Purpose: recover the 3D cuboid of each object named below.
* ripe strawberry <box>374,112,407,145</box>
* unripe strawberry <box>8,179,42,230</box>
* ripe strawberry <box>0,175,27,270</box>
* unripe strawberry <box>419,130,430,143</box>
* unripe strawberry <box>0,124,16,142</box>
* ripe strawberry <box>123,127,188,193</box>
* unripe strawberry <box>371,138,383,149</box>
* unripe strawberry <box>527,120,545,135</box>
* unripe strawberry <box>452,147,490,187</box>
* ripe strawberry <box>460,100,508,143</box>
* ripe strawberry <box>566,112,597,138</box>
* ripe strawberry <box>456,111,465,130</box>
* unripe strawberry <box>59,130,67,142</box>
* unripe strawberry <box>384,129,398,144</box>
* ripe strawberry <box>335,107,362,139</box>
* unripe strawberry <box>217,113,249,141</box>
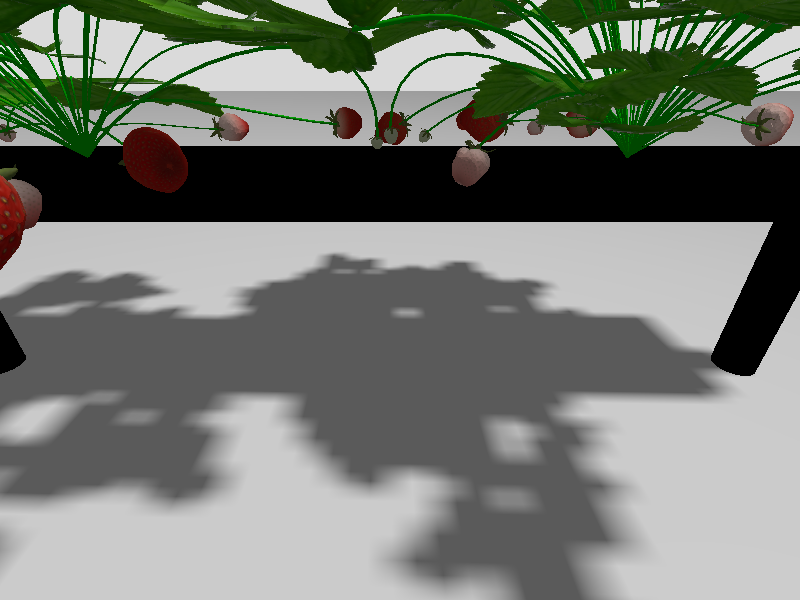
[{"bbox_3d":[-0.010,-0.165,0.388,0.032,0.031,0.029,-12,22,27],"label":"ripe strawberry"},{"bbox_3d":[-0.167,-0.041,0.172,0.022,0.022,0.019,-14,32,-24],"label":"unripe strawberry"},{"bbox_3d":[-0.137,-0.021,0.115,0.042,0.044,0.046,-14,47,-24],"label":"ripe strawberry"},{"bbox_3d":[0.024,-0.164,0.402,0.011,0.012,0.010,-39,4,38],"label":"unripe strawberry"},{"bbox_3d":[-0.396,-0.167,0.403,0.016,0.016,0.014,-5,22,37],"label":"unripe strawberry"},{"bbox_3d":[-0.132,-0.075,0.218,0.033,0.034,0.030,25,38,37],"label":"ripe strawberry"},{"bbox_3d":[-0.019,-0.134,0.342,0.010,0.010,0.009,-2,29,-3],"label":"unripe strawberry"},{"bbox_3d":[0.153,-0.195,0.452,0.020,0.017,0.020,-7,2,-13],"label":"unripe strawberry"},{"bbox_3d":[0.041,-0.079,0.240,0.021,0.022,0.024,19,11,-43],"label":"unripe strawberry"},{"bbox_3d":[0.084,-0.187,0.412,0.048,0.047,0.045,24,37,37],"label":"ripe strawberry"},{"bbox_3d":[0.194,-0.191,0.428,0.037,0.033,0.033,1,28,2],"label":"ripe strawberry"},{"bbox_3d":[0.082,-0.224,0.497,0.027,0.023,0.027,-15,32,-25],"label":"ripe strawberry"},{"bbox_3d":[-0.333,-0.165,0.399,0.012,0.013,0.013,-24,37,-36],"label":"unripe strawberry"},{"bbox_3d":[-0.007,-0.128,0.312,0.011,0.011,0.011,-2,29,-4],"label":"unripe strawberry"},{"bbox_3d":[-0.054,-0.187,0.423,0.030,0.031,0.027,-14,32,-25],"label":"ripe strawberry"},{"bbox_3d":[-0.168,-0.174,0.403,0.031,0.026,0.031,-24,37,-37],"label":"unripe strawberry"}]
